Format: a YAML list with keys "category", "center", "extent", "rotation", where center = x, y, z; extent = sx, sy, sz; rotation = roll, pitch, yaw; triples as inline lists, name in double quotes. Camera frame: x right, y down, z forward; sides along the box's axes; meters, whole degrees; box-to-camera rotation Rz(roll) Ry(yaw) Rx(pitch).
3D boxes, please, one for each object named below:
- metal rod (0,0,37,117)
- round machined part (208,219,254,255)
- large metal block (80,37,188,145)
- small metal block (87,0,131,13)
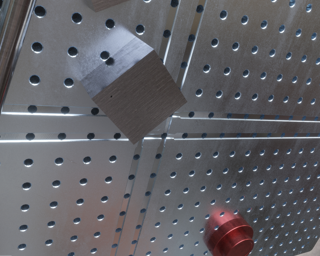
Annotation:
- category: "metal rod"
  center: [-0.109, -0.141, 0.263]
  extent: [0.025, 0.025, 0.298]
  rotation: [14, 111, -34]
- category: "round machined part"
  center: [0.150, 0.235, 0.628]
  extent: [0.099, 0.042, 0.097]
  rotation: [-14, 124, -21]
- category: "large metal block"
  center: [-0.029, -0.042, 0.354]
  extent: [0.080, 0.050, 0.080]
  rotation: [-39, 129, -2]
- category: "small metal block"
  center: [-0.050, -0.145, 0.294]
  extent: [0.050, 0.025, 0.050]
  rotation: [-25, 128, -13]
